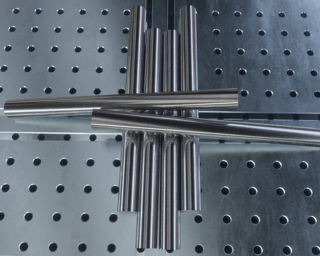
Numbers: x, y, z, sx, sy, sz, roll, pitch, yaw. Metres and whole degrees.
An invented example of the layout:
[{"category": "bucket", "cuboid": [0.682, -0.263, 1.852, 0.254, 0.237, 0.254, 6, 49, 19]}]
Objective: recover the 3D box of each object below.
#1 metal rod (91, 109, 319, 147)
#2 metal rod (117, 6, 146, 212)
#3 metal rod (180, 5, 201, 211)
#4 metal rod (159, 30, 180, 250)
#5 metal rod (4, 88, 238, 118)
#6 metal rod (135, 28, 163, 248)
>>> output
[{"category": "metal rod", "cuboid": [0.069, 0.002, 0.390, 0.302, 0.025, 0.025, 5, 70, -8]}, {"category": "metal rod", "cuboid": [-0.036, -0.039, 0.425, 0.025, 0.025, 0.299, 1, 70, 0]}, {"category": "metal rod", "cuboid": [0.040, -0.040, 0.426, 0.025, 0.025, 0.299, 1, 70, 0]}, {"category": "metal rod", "cuboid": [0.014, 0.001, 0.412, 0.025, 0.025, 0.299, 1, 70, 0]}, {"category": "metal rod", "cuboid": [-0.055, -0.031, 0.398, 0.301, 0.025, 0.025, -2, 70, 9]}, {"category": "metal rod", "cuboid": [-0.012, -0.001, 0.411, 0.025, 0.025, 0.299, 1, 70, 0]}]
